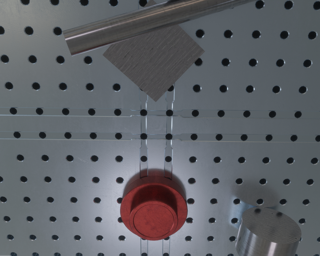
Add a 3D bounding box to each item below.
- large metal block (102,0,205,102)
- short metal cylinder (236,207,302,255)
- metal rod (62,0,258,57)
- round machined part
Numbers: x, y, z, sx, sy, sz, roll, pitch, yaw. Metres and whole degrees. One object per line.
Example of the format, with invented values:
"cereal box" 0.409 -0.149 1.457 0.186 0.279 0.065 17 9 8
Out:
"large metal block" -0.007 -0.092 0.366 0.080 0.050 0.080 41 105 -14
"short metal cylinder" 0.154 0.158 0.444 0.081 0.080 0.050 6 110 -2
"metal rod" 0.051 -0.132 0.324 0.302 0.025 0.025 -20 110 -10
"round machined part" -0.009 0.123 0.449 0.099 0.042 0.097 0 110 0
